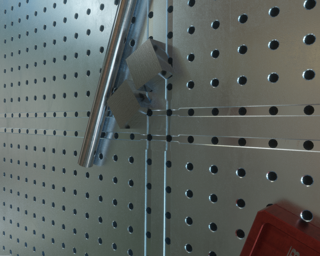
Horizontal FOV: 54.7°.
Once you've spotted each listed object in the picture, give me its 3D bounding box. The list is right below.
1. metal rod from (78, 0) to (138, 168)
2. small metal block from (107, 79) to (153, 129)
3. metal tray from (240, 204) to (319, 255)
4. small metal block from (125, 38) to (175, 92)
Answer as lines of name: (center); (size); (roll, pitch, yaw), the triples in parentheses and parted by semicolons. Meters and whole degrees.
metal rod: (-0.079, -0.078, 0.475); (0.025, 0.025, 0.298); (28, 108, 36)
small metal block: (-0.044, -0.034, 0.446); (0.050, 0.025, 0.050); (-43, 64, 31)
metal tray: (0.121, 0.155, 0.305); (0.090, 0.030, 0.129); (27, 107, 36)
small metal block: (-0.015, -0.084, 0.422); (0.050, 0.025, 0.050); (-33, 70, 35)
